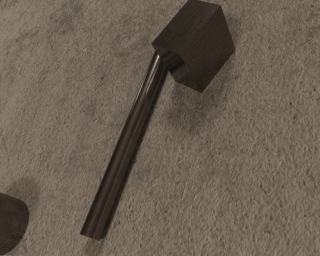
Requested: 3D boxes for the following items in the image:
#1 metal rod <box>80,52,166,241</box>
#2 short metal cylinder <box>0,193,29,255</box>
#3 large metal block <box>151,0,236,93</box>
[{"bbox_3d":[-0.036,-0.001,0.422,0.025,0.025,0.300,6,65,30],"label":"metal rod"},{"bbox_3d":[-0.231,0.130,0.427,0.080,0.050,0.080,-13,56,20],"label":"short metal cylinder"},{"bbox_3d":[0.047,-0.107,0.408,0.050,0.080,0.080,31,79,37],"label":"large metal block"}]
